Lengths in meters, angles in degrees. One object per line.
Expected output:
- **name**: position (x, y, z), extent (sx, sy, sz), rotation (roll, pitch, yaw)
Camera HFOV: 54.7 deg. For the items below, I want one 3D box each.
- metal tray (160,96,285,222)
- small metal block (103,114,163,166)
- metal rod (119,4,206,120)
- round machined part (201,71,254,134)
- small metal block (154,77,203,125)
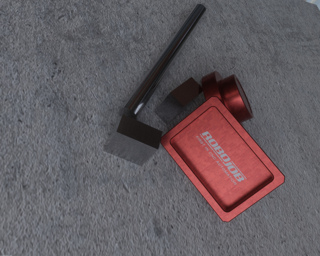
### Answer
- **metal tray**: position (0.075, 0.037, 0.383), extent (0.130, 0.090, 0.030), rotation (52, 10, 8)
- **small metal block**: position (-0.032, 0.016, 0.362), extent (0.050, 0.050, 0.025), rotation (24, 53, -14)
- **metal rod**: position (0.017, -0.118, 0.486), extent (0.025, 0.025, 0.301), rotation (34, 51, -6)
- **round machined part**: position (0.100, -0.038, 0.442), extent (0.098, 0.042, 0.098), rotation (49, 27, -36)
- **small metal block**: position (0.026, -0.037, 0.426), extent (0.025, 0.050, 0.050), rotation (47, 51, 4)
